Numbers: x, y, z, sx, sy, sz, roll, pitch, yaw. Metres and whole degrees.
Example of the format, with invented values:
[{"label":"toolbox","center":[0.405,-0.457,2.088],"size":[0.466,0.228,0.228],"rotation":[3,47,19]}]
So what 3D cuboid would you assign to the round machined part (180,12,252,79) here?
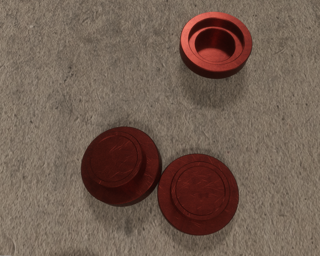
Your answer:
[{"label":"round machined part","center":[0.077,-0.112,0.441],"size":[0.099,0.042,0.098],"rotation":[0,70,-1]}]

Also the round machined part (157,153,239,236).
[{"label":"round machined part","center":[0.046,0.077,0.371],"size":[0.099,0.042,0.098],"rotation":[0,70,-1]}]

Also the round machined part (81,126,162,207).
[{"label":"round machined part","center":[-0.049,0.042,0.373],"size":[0.098,0.042,0.098],"rotation":[-4,66,9]}]
